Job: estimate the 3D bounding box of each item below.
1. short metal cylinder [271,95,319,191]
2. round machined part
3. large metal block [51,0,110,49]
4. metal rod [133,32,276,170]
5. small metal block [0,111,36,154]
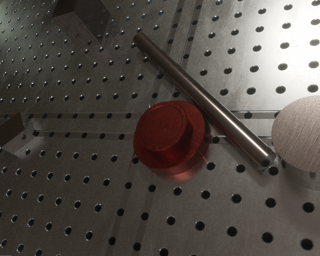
[{"bbox_3d":[0.154,0.015,0.302,0.080,0.050,0.080,-13,56,21],"label":"short metal cylinder"},{"bbox_3d":[0.009,0.006,0.388,0.098,0.042,0.098,-13,56,20],"label":"round machined part"},{"bbox_3d":[-0.143,-0.208,0.573,0.050,0.080,0.080,-5,60,25],"label":"large metal block"},{"bbox_3d":[0.040,-0.056,0.420,0.025,0.025,0.300,-40,51,1],"label":"metal rod"},{"bbox_3d":[-0.246,0.007,0.530,0.050,0.025,0.050,-37,51,3],"label":"small metal block"}]
